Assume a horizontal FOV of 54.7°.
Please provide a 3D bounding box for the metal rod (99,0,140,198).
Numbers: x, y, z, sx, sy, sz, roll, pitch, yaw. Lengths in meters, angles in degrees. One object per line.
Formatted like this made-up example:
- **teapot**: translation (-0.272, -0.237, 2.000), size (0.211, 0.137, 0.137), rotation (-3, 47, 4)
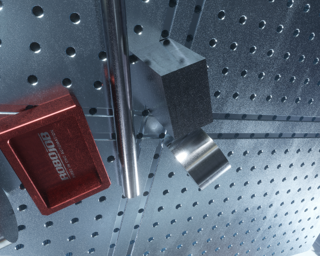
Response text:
- **metal rod**: translation (-0.045, -0.033, 0.367), size (0.025, 0.025, 0.298), rotation (-15, 125, -20)

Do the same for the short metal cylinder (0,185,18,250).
- **short metal cylinder**: translation (-0.195, 0.097, 0.330), size (0.050, 0.080, 0.080), rotation (-24, 128, -14)

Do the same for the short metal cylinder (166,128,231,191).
- **short metal cylinder**: translation (0.053, 0.040, 0.431), size (0.050, 0.080, 0.080), rotation (-38, 130, -3)

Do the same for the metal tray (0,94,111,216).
- **metal tray**: translation (-0.120, 0.035, 0.364), size (0.091, 0.030, 0.129), rotation (-23, 127, -15)

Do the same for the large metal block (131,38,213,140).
- **large metal block**: translation (0.014, -0.047, 0.356), size (0.050, 0.080, 0.080), rotation (-24, 128, -14)
